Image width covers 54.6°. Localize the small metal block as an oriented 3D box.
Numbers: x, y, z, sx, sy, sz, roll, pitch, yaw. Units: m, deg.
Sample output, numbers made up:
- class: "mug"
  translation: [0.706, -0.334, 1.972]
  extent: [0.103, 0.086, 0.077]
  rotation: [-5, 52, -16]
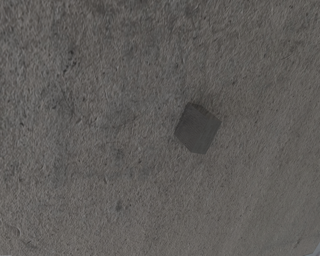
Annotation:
- class: "small metal block"
  translation: [0.049, 0.000, 0.417]
  extent: [0.025, 0.050, 0.050]
  rotation: [11, 113, -33]
